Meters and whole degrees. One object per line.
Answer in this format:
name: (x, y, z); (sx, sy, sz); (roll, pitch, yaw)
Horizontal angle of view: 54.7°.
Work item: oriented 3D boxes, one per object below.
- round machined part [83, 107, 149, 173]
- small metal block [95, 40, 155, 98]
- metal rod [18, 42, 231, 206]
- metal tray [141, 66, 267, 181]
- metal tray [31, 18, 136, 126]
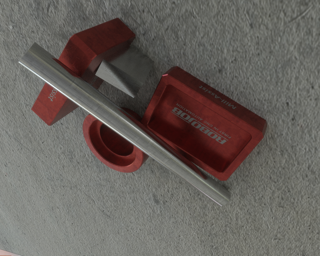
round machined part: (-0.054, 0.010, 0.426); (0.098, 0.042, 0.097); (18, 131, 23)
small metal block: (-0.039, -0.070, 0.362); (0.050, 0.050, 0.025); (31, 132, -10)
metal rod: (-0.019, 0.013, 0.356); (0.301, 0.025, 0.025); (38, 133, -27)
metal tray: (0.048, -0.004, 0.376); (0.130, 0.030, 0.089); (33, 129, 6)
metal tray: (-0.092, -0.066, 0.371); (0.030, 0.090, 0.129); (45, 129, -3)
